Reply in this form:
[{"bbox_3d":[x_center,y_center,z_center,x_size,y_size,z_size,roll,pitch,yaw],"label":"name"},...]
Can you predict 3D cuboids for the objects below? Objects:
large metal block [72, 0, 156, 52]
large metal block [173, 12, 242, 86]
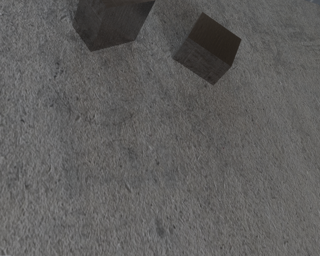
[{"bbox_3d":[-0.065,-0.159,0.430,0.081,0.080,0.050,-27,77,-37],"label":"large metal block"},{"bbox_3d":[0.079,-0.131,0.510,0.080,0.050,0.080,32,52,-7],"label":"large metal block"}]
